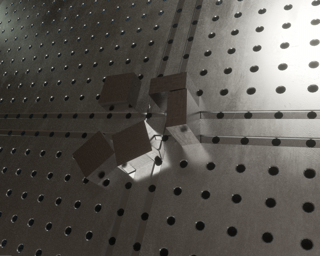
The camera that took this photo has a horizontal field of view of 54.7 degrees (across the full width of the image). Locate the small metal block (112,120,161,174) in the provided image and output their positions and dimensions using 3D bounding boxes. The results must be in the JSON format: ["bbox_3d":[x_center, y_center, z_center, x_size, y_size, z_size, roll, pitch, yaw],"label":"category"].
[{"bbox_3d":[-0.032,0.025,0.409,0.050,0.025,0.050,-26,53,12],"label":"small metal block"}]

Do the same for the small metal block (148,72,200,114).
[{"bbox_3d":[0.020,-0.045,0.408,0.050,0.050,0.025,-7,59,24],"label":"small metal block"}]

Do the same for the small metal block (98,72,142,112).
[{"bbox_3d":[-0.061,-0.054,0.472,0.050,0.025,0.050,-3,60,26],"label":"small metal block"}]

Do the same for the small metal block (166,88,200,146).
[{"bbox_3d":[0.030,-0.012,0.383,0.025,0.050,0.050,-10,58,23],"label":"small metal block"}]

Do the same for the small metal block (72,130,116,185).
[{"bbox_3d":[-0.085,0.040,0.427,0.050,0.025,0.050,-42,51,-1],"label":"small metal block"}]
